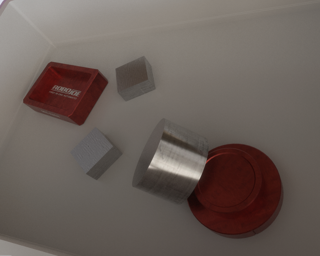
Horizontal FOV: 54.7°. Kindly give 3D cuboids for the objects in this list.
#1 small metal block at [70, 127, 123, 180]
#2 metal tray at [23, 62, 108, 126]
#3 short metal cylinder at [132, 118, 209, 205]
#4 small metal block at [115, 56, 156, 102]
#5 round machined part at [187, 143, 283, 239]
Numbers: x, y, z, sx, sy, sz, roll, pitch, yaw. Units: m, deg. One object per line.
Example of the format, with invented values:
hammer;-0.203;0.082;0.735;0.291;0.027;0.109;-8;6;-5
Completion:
small metal block;-0.089;0.035;0.429;0.050;0.025;0.050;-46;51;-4
metal tray;-0.161;-0.062;0.521;0.130;0.030;0.090;15;69;34
short metal cylinder;0.010;0.036;0.334;0.050;0.080;0.080;25;69;-10
small metal block;-0.038;-0.075;0.470;0.050;0.025;0.050;-21;54;15
round machined part;0.073;0.060;0.319;0.098;0.042;0.098;-13;56;20
